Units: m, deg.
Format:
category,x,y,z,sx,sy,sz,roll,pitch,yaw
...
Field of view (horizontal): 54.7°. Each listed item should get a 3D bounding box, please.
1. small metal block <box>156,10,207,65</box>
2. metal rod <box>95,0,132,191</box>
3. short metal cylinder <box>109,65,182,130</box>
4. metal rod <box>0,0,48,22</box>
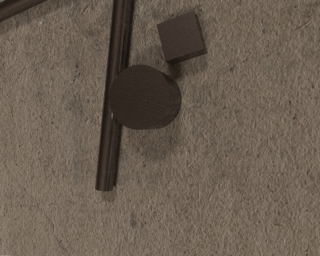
category,x,y,z,sx,sy,sz,roll,pitch,yaw
small metal block,0.028,-0.115,0.398,0.050,0.025,0.050,-15,85,19
metal rod,-0.063,-0.062,0.430,0.025,0.025,0.298,7,92,19
short metal cylinder,-0.018,-0.038,0.401,0.080,0.050,0.079,0,90,19
metal rod,-0.145,-0.215,0.458,0.301,0.025,0.025,-15,85,19
